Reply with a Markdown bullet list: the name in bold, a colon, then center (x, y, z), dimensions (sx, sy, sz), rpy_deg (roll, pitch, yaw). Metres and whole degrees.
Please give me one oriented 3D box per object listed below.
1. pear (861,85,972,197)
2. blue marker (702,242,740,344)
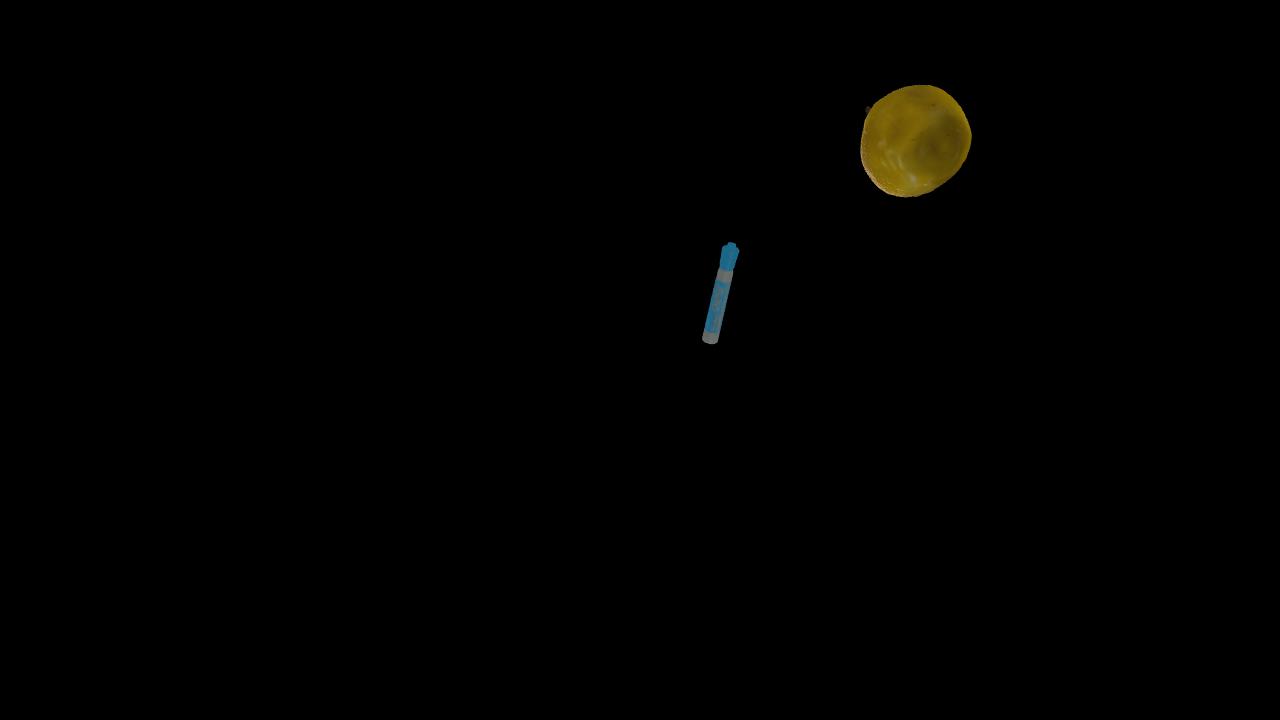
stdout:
- **pear**: center (0.199, -0.171, 0.476), dimensions (0.080, 0.080, 0.111), rpy_deg (0, 25, -4)
- **blue marker**: center (0.089, -0.073, 0.683), dimensions (0.020, 0.121, 0.020), rpy_deg (6, 33, -4)
